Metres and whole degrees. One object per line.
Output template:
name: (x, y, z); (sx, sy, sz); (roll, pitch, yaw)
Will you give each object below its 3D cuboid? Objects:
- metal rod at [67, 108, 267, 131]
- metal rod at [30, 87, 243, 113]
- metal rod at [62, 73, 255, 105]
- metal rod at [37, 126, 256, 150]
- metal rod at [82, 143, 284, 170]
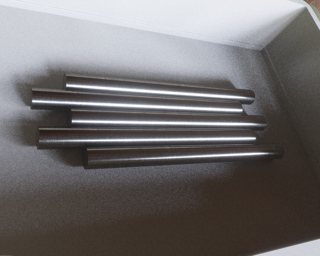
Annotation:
metal rod: (0.029, -0.009, 0.427); (0.303, 0.025, 0.025); (1, 62, -28)
metal rod: (-0.011, -0.032, 0.419); (0.303, 0.025, 0.025); (1, 62, -28)
metal rod: (0.017, -0.053, 0.447); (0.303, 0.025, 0.025); (1, 62, -28)
metal rod: (0.004, 0.012, 0.400); (0.303, 0.025, 0.025); (1, 62, -28)
metal rod: (0.051, 0.035, 0.412); (0.303, 0.025, 0.025); (1, 62, -28)
